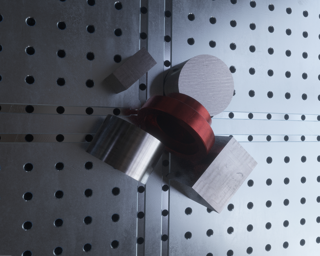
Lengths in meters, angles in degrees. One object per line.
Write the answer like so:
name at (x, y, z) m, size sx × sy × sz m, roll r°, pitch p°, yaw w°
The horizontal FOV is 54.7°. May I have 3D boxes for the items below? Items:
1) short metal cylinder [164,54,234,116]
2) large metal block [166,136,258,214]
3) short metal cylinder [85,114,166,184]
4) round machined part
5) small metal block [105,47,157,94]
short metal cylinder at (0.052, -0.055, 0.419) m, size 0.081 × 0.050 × 0.079 m, roll 0°, pitch 90°, yaw -21°
large metal block at (0.066, 0.056, 0.410) m, size 0.050 × 0.080 × 0.080 m, roll 45°, pitch 76°, yaw -15°
short metal cylinder at (-0.040, 0.026, 0.369) m, size 0.080 × 0.080 × 0.050 m, roll 33°, pitch 79°, yaw -18°
round machined part at (0.024, -0.006, 0.384) m, size 0.098 × 0.098 × 0.042 m, roll 43°, pitch 64°, yaw -16°
small metal block at (-0.037, -0.071, 0.386) m, size 0.050 × 0.050 × 0.025 m, roll -44°, pitch 104°, yaw -15°
